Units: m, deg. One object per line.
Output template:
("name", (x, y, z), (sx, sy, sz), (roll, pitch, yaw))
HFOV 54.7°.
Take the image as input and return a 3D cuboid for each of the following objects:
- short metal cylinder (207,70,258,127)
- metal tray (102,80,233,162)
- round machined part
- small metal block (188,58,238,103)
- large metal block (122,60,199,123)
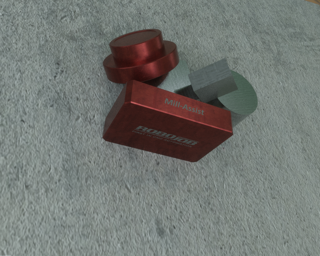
("short metal cylinder", (0.099, -0.042, 0.469), (0.081, 0.050, 0.080), (14, 56, -21))
("metal tray", (0.008, -0.002, 0.368), (0.131, 0.090, 0.030), (16, 56, -20))
("round machined part", (-0.027, -0.098, 0.402), (0.099, 0.098, 0.042), (-42, 131, -39))
("small metal block", (0.070, -0.060, 0.405), (0.050, 0.050, 0.025), (33, 37, -64))
("large metal block", (0.000, -0.047, 0.419), (0.081, 0.050, 0.080), (-2, 63, -29))
